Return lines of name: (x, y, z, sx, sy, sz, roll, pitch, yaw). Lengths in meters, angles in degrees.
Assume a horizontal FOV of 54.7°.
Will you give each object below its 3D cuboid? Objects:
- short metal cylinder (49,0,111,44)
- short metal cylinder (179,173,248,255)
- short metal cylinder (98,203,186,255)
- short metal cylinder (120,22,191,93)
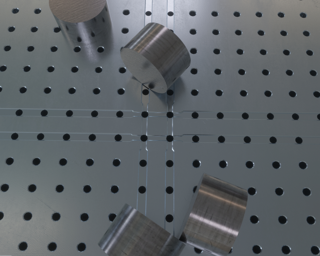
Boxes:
short metal cylinder: (-0.116, -0.173, 0.461, 0.081, 0.050, 0.080, 0, 70, 0)
short metal cylinder: (0.059, 0.097, 0.347, 0.050, 0.080, 0.080, 21, 72, 7)
short metal cylinder: (-0.020, 0.126, 0.336, 0.080, 0.080, 0.050, 32, 73, 11)
short metal cylinder: (-0.006, -0.093, 0.416, 0.080, 0.080, 0.050, 37, 74, 12)
